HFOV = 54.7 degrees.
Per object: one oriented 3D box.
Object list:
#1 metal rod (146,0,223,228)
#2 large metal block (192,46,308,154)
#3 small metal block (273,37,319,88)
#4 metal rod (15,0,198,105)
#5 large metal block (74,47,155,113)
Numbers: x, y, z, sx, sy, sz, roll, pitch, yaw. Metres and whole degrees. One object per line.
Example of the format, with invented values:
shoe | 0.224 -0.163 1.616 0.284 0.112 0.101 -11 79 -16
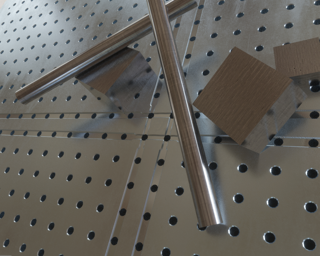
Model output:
metal rod | 0.023 -0.037 0.370 0.025 0.025 0.299 -19 69 17
large metal block | 0.098 -0.031 0.345 0.080 0.050 0.080 -54 50 13
small metal block | 0.165 -0.075 0.368 0.050 0.025 0.050 -9 58 23
metal rod | -0.085 -0.115 0.458 0.301 0.025 0.025 -27 52 10
large metal block | -0.070 -0.082 0.479 0.080 0.050 0.080 30 78 37
